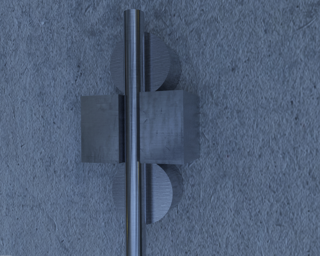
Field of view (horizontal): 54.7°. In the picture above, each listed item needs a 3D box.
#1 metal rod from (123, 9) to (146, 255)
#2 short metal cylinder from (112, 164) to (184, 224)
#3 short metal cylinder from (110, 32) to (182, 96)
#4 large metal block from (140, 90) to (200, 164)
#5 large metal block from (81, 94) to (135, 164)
[{"bbox_3d":[-0.030,0.012,0.367,0.025,0.025,0.298,-1,90,20],"label":"metal rod"},{"bbox_3d":[-0.014,0.078,0.402,0.080,0.050,0.080,0,89,20],"label":"short metal cylinder"},{"bbox_3d":[-0.017,-0.078,0.403,0.080,0.050,0.080,0,89,20],"label":"short metal cylinder"},{"bbox_3d":[0.015,-0.001,0.375,0.050,0.080,0.080,-1,90,20],"label":"large metal block"},{"bbox_3d":[-0.057,0.001,0.401,0.050,0.080,0.080,-1,90,20],"label":"large metal block"}]
